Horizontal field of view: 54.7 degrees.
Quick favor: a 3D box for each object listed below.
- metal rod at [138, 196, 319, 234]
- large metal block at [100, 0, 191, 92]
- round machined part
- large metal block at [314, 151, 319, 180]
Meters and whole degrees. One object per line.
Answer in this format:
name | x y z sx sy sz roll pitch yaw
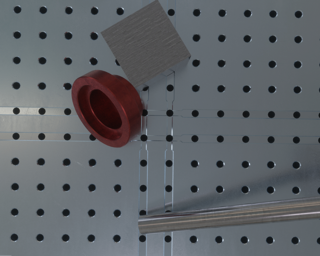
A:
metal rod | 0.116 0.102 0.368 0.301 0.025 0.025 -11 90 18
large metal block | -0.017 -0.102 0.400 0.080 0.050 0.080 -31 90 0
round machined part | -0.060 -0.027 0.386 0.098 0.098 0.042 50 52 0
large metal block | 0.245 0.067 0.388 0.050 0.080 0.080 -13 90 0
